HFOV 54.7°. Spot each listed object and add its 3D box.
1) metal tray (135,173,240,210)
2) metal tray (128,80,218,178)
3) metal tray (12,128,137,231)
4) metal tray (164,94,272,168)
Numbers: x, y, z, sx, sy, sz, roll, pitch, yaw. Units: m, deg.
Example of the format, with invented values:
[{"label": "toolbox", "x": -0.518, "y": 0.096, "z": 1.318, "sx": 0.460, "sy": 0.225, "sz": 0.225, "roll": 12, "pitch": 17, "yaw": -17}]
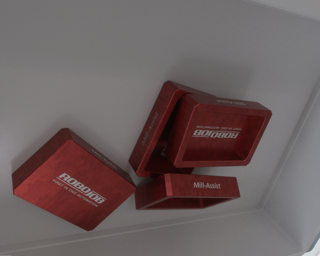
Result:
[{"label": "metal tray", "x": 0.040, "y": 0.096, "z": 0.454, "sx": 0.131, "sy": 0.030, "sz": 0.090, "roll": 9, "pitch": 152, "yaw": -32}, {"label": "metal tray", "x": 0.024, "y": 0.009, "z": 0.423, "sx": 0.091, "sy": 0.030, "sz": 0.129, "roll": 13, "pitch": 112, "yaw": -34}, {"label": "metal tray", "x": -0.103, "y": 0.070, "z": 0.392, "sx": 0.090, "sy": 0.030, "sz": 0.130, "roll": -43, "pitch": 130, "yaw": 1}, {"label": "metal tray", "x": 0.078, "y": 0.007, "z": 0.412, "sx": 0.131, "sy": 0.030, "sz": 0.089, "roll": 3, "pitch": 117, "yaw": -30}]
